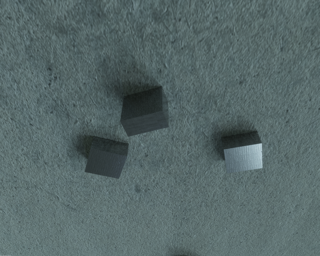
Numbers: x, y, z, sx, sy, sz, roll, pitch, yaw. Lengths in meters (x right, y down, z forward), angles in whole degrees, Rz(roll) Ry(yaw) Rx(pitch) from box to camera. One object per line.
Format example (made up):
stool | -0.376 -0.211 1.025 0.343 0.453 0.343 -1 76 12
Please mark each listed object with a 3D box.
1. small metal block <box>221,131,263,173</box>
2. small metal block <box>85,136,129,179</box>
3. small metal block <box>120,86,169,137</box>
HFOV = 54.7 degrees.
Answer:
small metal block | 0.116 0.035 0.438 0.050 0.025 0.050 -10 130 8
small metal block | -0.076 0.043 0.443 0.050 0.025 0.050 14 129 -12
small metal block | -0.017 -0.020 0.373 0.050 0.050 0.025 -13 129 11
